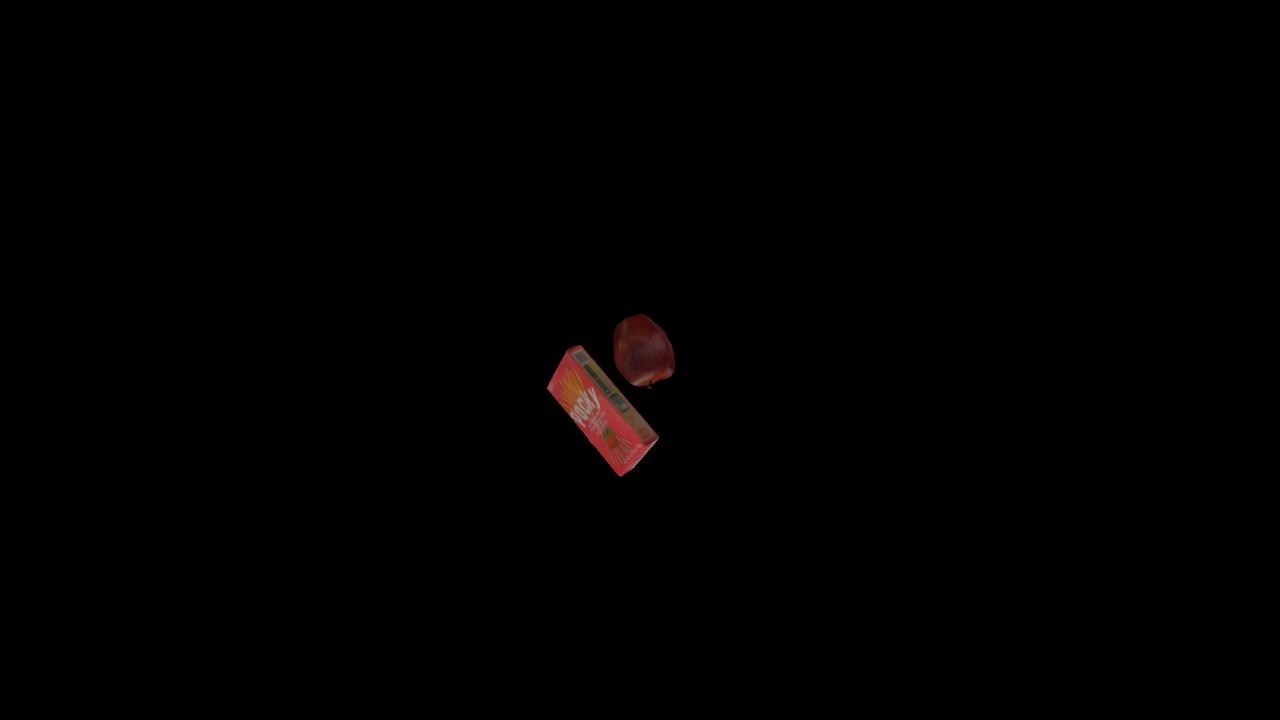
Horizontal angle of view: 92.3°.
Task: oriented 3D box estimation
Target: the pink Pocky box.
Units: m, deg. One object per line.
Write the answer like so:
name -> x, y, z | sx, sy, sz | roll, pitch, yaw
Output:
pink Pocky box -> -0.050, 0.063, 0.763 | 0.029, 0.155, 0.084 | -29, -18, -41

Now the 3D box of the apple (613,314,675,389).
apple -> 0.003, -0.009, 0.766 | 0.079, 0.093, 0.079 | -16, -13, -4
